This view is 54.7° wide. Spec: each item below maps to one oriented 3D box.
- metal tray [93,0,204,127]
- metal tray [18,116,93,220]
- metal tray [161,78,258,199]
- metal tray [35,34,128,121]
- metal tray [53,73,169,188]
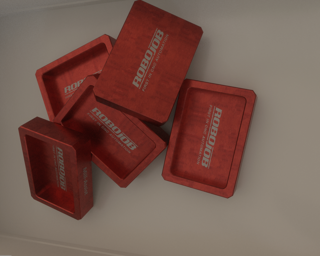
[{"bbox_3d":[-0.013,-0.077,0.373,0.090,0.030,0.130,23,78,-5],"label":"metal tray"},{"bbox_3d":[-0.139,0.057,0.422,0.090,0.030,0.129,18,125,19],"label":"metal tray"},{"bbox_3d":[0.061,0.011,0.384,0.090,0.030,0.129,13,94,19],"label":"metal tray"},{"bbox_3d":[-0.107,-0.064,0.442,0.130,0.030,0.090,-22,83,18],"label":"metal tray"},{"bbox_3d":[-0.063,0.004,0.404,0.130,0.030,0.090,43,110,-1],"label":"metal tray"}]
